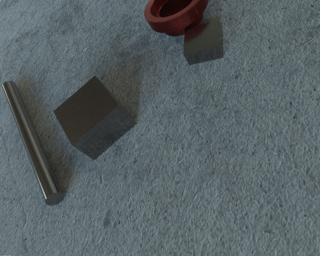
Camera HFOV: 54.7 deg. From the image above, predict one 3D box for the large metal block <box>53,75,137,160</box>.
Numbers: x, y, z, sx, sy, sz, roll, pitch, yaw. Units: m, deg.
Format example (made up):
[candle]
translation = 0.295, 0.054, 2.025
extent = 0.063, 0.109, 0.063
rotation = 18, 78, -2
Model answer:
[large metal block]
translation = -0.094, -0.015, 0.445
extent = 0.080, 0.050, 0.080
rotation = -41, 51, 0

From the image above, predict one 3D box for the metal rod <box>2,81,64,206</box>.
[metal rod]
translation = -0.218, 0.007, 0.510
extent = 0.025, 0.025, 0.300
rotation = -41, 51, 0

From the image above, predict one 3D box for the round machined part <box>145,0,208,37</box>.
[round machined part]
translation = 0.029, -0.182, 0.485
extent = 0.098, 0.042, 0.098
rotation = -16, 50, 20

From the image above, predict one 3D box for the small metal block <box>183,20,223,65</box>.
[small metal block]
translation = 0.063, -0.123, 0.445
extent = 0.050, 0.025, 0.050
rotation = -8, 58, 23
